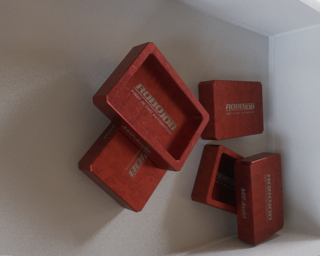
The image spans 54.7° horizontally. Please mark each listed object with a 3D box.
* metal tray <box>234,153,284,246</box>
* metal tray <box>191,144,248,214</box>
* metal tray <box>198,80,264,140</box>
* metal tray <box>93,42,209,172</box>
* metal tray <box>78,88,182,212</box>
[{"bbox_3d":[0.163,0.110,0.503,0.091,0.030,0.129,-8,96,-40],"label":"metal tray"},{"bbox_3d":[0.113,0.089,0.501,0.131,0.030,0.090,27,73,-37],"label":"metal tray"},{"bbox_3d":[0.120,-0.031,0.507,0.131,0.030,0.089,-6,94,-40],"label":"metal tray"},{"bbox_3d":[-0.003,-0.021,0.362,0.130,0.030,0.090,48,62,-30],"label":"metal tray"},{"bbox_3d":[-0.026,0.025,0.384,0.090,0.030,0.130,50,60,-29],"label":"metal tray"}]
